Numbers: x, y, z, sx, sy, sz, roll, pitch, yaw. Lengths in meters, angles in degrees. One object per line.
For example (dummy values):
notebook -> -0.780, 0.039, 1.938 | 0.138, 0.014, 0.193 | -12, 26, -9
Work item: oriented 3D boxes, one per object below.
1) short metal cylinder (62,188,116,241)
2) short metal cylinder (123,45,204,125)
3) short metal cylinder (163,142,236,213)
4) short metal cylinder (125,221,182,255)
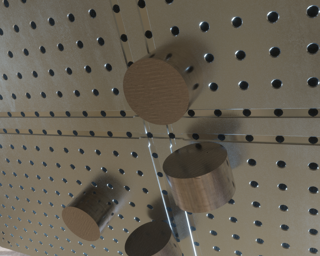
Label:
short metal cylinder -> -0.128, 0.156, 0.559 | 0.080, 0.050, 0.079 | 13, 124, 21
short metal cylinder -> 0.005, -0.050, 0.362 | 0.080, 0.050, 0.079 | 13, 124, 20
short metal cylinder -> 0.049, 0.059, 0.386 | 0.080, 0.080, 0.050 | -4, 116, 30
short metal cylinder -> -0.010, 0.198, 0.504 | 0.080, 0.080, 0.050 | -9, 114, 32
